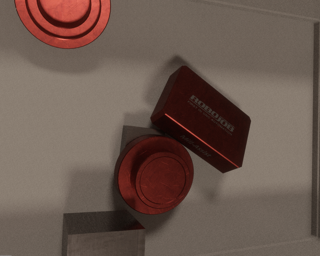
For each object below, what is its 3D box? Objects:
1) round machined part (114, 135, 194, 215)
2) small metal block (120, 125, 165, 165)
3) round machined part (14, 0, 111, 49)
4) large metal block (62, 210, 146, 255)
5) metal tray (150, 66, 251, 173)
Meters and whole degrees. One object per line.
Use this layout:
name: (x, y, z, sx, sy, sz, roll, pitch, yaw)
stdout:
round machined part: (-0.003, 0.059, 0.376, 0.099, 0.042, 0.097, -2, 96, -20)
small metal block: (-0.023, 0.024, 0.403, 0.050, 0.025, 0.050, 7, 88, -20)
round machined part: (-0.107, -0.143, 0.347, 0.099, 0.042, 0.097, -8, 124, -11)
large metal block: (-0.068, 0.132, 0.357, 0.081, 0.080, 0.050, 3, 89, -20)
metal tray: (0.059, -0.011, 0.411, 0.130, 0.030, 0.090, 36, 52, -17)
